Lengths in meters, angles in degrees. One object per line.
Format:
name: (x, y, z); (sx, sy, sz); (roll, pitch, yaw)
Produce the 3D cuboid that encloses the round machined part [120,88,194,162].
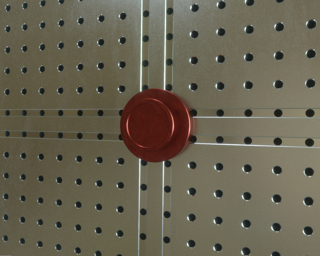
round machined part: (-0.009, -0.003, 0.405); (0.098, 0.042, 0.097); (0, 90, 19)
